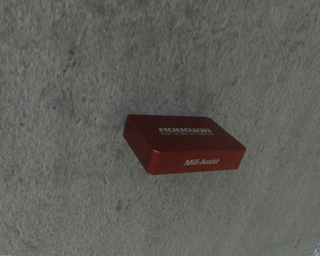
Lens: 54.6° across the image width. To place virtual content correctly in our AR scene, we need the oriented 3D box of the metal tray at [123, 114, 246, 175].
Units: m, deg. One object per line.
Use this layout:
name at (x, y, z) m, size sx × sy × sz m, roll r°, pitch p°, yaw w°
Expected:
metal tray at (0.030, 0.018, 0.390) m, size 0.131 × 0.090 × 0.030 m, roll 1°, pitch 118°, yaw -29°
